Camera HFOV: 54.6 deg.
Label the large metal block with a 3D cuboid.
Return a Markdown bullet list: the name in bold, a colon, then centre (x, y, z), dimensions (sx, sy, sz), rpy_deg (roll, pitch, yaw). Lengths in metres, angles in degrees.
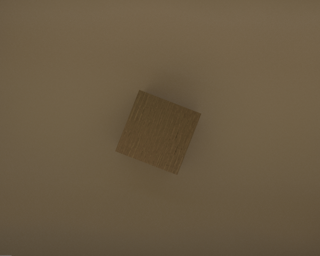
- **large metal block**: centre (-0.002, 0.005, 0.399), dimensions (0.080, 0.050, 0.080), rpy_deg (21, 90, 0)
